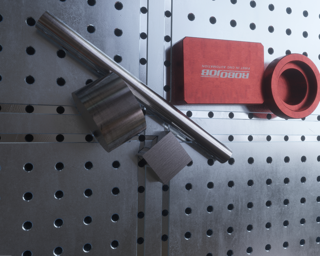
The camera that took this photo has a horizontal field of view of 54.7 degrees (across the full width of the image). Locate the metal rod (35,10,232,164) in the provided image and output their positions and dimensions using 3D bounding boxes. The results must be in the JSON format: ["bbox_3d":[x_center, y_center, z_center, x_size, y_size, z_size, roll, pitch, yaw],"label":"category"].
[{"bbox_3d":[-0.021,-0.043,0.405,0.301,0.025,0.025,36,78,-17],"label":"metal rod"}]

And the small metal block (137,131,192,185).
[{"bbox_3d":[0.006,0.039,0.416,0.050,0.025,0.050,-41,103,-16],"label":"small metal block"}]

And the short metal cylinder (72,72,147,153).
[{"bbox_3d":[-0.059,-0.018,0.362,0.050,0.080,0.080,-32,101,-17],"label":"short metal cylinder"}]

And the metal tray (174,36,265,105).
[{"bbox_3d":[0.087,-0.078,0.443,0.131,0.030,0.089,-2,91,-20],"label":"metal tray"}]

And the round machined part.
[{"bbox_3d":[0.197,-0.062,0.478,0.099,0.042,0.097,0,90,-21],"label":"round machined part"}]
